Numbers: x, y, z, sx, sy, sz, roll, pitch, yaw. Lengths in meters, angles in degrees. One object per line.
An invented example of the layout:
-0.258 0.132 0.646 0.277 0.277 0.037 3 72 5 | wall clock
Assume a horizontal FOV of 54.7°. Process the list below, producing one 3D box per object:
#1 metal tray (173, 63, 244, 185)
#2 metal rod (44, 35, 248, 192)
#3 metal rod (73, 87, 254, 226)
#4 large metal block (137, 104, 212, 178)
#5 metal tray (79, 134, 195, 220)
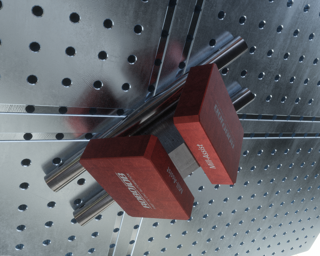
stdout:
0.065 -0.001 0.377 0.130 0.030 0.090 56 42 -39 | metal tray
-0.014 -0.020 0.393 0.301 0.025 0.025 -37 130 -4 | metal rod
0.008 0.038 0.441 0.301 0.025 0.025 -36 130 -5 | metal rod
0.016 0.017 0.396 0.080 0.080 0.050 -36 130 -5 | large metal block
-0.023 0.063 0.369 0.090 0.030 0.130 -5 135 27 | metal tray
